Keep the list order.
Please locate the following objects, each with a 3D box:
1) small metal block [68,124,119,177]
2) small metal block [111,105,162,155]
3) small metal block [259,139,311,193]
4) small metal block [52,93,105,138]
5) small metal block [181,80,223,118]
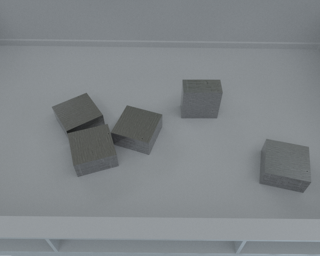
[{"bbox_3d":[-0.082,0.027,0.382,0.050,0.025,0.050,-14,52,-12],"label":"small metal block"},{"bbox_3d":[-0.029,0.002,0.403,0.050,0.025,0.050,15,52,12],"label":"small metal block"},{"bbox_3d":[0.149,0.044,0.370,0.050,0.025,0.050,11,51,9],"label":"small metal block"},{"bbox_3d":[-0.109,-0.015,0.416,0.050,0.025,0.050,-27,55,-21],"label":"small metal block"},{"bbox_3d":[0.055,-0.039,0.422,0.050,0.050,0.025,0,50,-1],"label":"small metal block"}]
